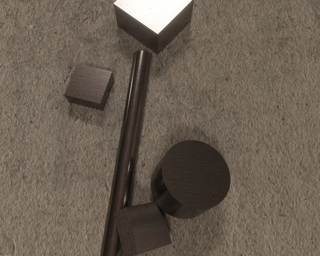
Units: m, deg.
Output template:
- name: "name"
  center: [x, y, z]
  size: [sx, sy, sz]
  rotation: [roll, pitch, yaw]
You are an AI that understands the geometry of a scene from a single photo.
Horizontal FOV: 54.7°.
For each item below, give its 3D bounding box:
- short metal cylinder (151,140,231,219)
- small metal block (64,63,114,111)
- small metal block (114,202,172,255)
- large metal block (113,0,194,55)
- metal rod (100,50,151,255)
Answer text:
- name: "short metal cylinder"
  center: [0.034, 0.061, 0.362]
  size: [0.081, 0.050, 0.080]
  rotation: [8, 61, -14]
- name: "small metal block"
  center: [-0.096, -0.056, 0.428]
  size: [0.050, 0.025, 0.050]
  rotation: [14, 71, 5]
- name: "small metal block"
  center: [-0.019, 0.114, 0.352]
  size: [0.050, 0.025, 0.050]
  rotation: [2, 63, -43]
- name: "large metal block"
  center: [-0.008, -0.170, 0.457]
  size: [0.080, 0.050, 0.080]
  rotation: [38, 74, 12]
- name: "metal rod"
  center: [-0.042, 0.035, 0.394]
  size: [0.025, 0.025, 0.299]
  rotation: [6, 70, 2]
